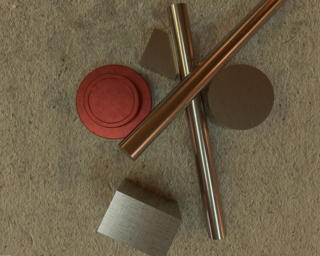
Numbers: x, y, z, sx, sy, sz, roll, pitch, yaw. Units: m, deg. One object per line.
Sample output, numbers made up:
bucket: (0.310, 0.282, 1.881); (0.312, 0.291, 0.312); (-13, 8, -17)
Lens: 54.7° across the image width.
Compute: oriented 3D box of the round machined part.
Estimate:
round machined part: (-0.060, -0.034, 0.401); (0.099, 0.042, 0.097); (0, 90, -1)

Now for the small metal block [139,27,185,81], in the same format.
small metal block: (0.006, -0.097, 0.410); (0.050, 0.025, 0.050); (23, 90, -1)

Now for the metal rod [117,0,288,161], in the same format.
metal rod: (0.064, -0.077, 0.371); (0.025, 0.025, 0.301); (44, 74, 0)

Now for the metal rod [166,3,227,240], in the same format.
metal rod: (0.048, -0.003, 0.395); (0.025, 0.025, 0.298); (-11, 96, 0)

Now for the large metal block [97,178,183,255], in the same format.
large metal block: (-0.022, 0.108, 0.382); (0.080, 0.080, 0.050); (25, 90, -1)

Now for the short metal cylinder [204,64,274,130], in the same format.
short metal cylinder: (0.098, -0.037, 0.399); (0.081, 0.050, 0.079); (0, 90, -1)
